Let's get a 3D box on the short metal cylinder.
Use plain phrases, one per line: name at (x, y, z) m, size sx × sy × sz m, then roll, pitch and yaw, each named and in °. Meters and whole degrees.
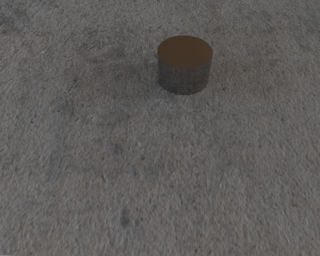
short metal cylinder at (0.036, -0.096, 0.468) m, size 0.081 × 0.050 × 0.080 m, roll 0°, pitch 50°, yaw 0°
